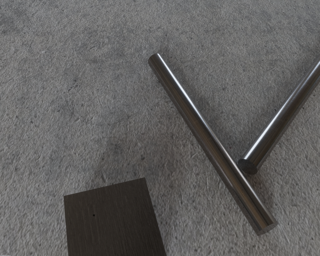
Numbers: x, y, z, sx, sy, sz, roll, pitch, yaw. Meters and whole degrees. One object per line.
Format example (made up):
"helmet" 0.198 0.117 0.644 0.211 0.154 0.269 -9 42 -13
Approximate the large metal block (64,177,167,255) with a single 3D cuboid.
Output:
"large metal block" -0.044 0.103 0.300 0.081 0.050 0.080 -12 51 -10

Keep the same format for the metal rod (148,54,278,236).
"metal rod" 0.051 -0.002 0.405 0.025 0.025 0.300 -18 52 -15

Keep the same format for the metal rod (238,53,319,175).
"metal rod" 0.197 -0.044 0.442 0.025 0.025 0.301 32 56 23
